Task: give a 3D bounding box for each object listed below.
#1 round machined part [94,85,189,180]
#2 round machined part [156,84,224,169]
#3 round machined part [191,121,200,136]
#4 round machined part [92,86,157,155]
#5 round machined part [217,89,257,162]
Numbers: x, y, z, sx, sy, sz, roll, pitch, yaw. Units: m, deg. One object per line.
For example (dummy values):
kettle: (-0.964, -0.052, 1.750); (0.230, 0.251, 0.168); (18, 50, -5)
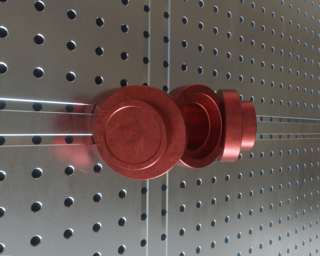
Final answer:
round machined part: (-0.022, 0.005, 0.315); (0.042, 0.098, 0.097); (-21, 107, -77)
round machined part: (0.033, -0.002, 0.372); (0.099, 0.042, 0.097); (0, 90, -40)
round machined part: (0.047, -0.003, 0.439); (0.099, 0.042, 0.097); (0, 90, -40)
round machined part: (-0.029, -0.003, 0.375); (0.099, 0.042, 0.097); (0, 90, -40)
round machined part: (0.100, -0.004, 0.417); (0.042, 0.098, 0.097); (0, 90, 0)
